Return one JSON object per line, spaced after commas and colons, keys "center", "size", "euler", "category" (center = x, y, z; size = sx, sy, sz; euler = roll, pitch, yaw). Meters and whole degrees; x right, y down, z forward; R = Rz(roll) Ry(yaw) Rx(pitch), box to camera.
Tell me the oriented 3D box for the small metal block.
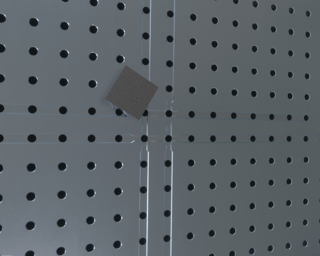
{"center": [-0.038, -0.044, 0.398], "size": [0.050, 0.025, 0.050], "euler": [32, 79, -17], "category": "small metal block"}
